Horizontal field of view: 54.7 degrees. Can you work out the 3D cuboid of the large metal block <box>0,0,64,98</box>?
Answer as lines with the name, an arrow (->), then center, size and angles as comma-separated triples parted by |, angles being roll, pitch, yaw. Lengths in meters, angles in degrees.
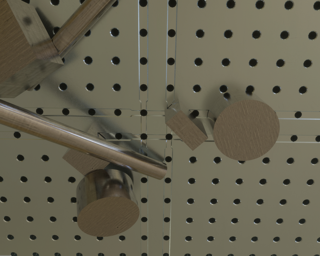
large metal block -> -0.171, -0.088, 0.349 | 0.080, 0.050, 0.080 | -29, 87, 15

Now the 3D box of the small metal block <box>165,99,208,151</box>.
small metal block -> 0.033, -0.005, 0.398 | 0.025, 0.050, 0.050 | -42, 105, 14

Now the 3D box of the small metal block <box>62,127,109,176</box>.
small metal block -> -0.095, 0.036, 0.426 | 0.050, 0.025, 0.050 | -43, 105, 14

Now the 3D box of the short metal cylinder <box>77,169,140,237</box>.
short metal cylinder -> -0.072, 0.103, 0.423 | 0.081, 0.050, 0.079 | -9, 128, -11

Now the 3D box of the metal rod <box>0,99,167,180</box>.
metal rod -> -0.118, 0.007, 0.365 | 0.302, 0.025, 0.025 | 24, 109, -29

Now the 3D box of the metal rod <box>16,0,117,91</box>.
metal rod -> -0.063, -0.153, 0.356 | 0.299, 0.025, 0.025 | -42, 105, 13

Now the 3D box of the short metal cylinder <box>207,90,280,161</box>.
short metal cylinder -> 0.105, -0.005, 0.399 | 0.081, 0.050, 0.079 | 0, 110, 0
